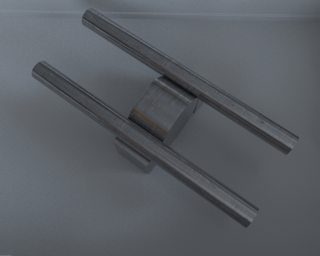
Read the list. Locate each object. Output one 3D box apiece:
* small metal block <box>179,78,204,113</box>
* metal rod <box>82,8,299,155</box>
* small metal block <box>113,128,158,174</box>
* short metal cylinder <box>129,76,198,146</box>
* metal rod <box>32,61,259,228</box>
[{"bbox_3d":[0.035,-0.052,0.414,0.050,0.050,0.025,35,74,11],"label":"small metal block"},{"bbox_3d":[0.028,-0.063,0.378,0.300,0.025,0.025,34,73,11],"label":"metal rod"},{"bbox_3d":[-0.028,0.028,0.384,0.050,0.050,0.025,35,74,11],"label":"small metal block"},{"bbox_3d":[0.004,-0.017,0.385,0.050,0.080,0.080,35,74,11],"label":"short metal cylinder"},{"bbox_3d":[-0.026,0.011,0.352,0.300,0.025,0.025,34,73,11],"label":"metal rod"}]
